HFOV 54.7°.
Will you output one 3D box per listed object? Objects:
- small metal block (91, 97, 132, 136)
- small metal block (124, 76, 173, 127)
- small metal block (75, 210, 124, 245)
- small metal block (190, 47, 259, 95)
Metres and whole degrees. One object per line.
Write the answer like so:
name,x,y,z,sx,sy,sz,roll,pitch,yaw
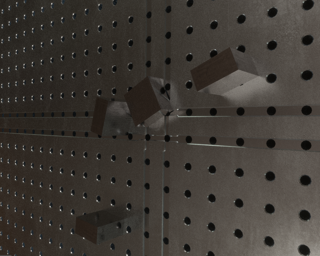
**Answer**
small metal block,-0.068,-0.016,0.447,0.025,0.050,0.050,20,103,38
small metal block,-0.017,-0.035,0.421,0.050,0.025,0.050,-33,70,34
small metal block,-0.091,0.147,0.465,0.050,0.050,0.025,8,95,39
small metal block,0.070,-0.059,0.334,0.050,0.050,0.025,-26,74,36
